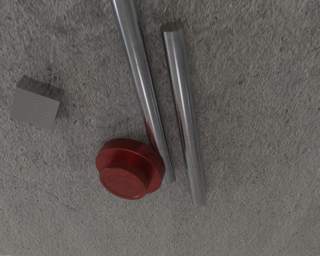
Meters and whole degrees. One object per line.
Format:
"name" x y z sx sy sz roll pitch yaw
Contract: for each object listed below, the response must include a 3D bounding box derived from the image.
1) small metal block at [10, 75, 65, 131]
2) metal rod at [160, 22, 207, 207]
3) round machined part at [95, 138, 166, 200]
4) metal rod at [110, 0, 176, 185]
"small metal block" -0.151 -0.029 0.381 0.050 0.025 0.050 19 128 -16
"metal rod" 0.038 0.008 0.413 0.025 0.025 0.298 -8 130 6
"round machined part" -0.045 0.064 0.433 0.098 0.042 0.097 11 134 12
"metal rod" -0.015 -0.035 0.377 0.025 0.025 0.298 -8 130 6
